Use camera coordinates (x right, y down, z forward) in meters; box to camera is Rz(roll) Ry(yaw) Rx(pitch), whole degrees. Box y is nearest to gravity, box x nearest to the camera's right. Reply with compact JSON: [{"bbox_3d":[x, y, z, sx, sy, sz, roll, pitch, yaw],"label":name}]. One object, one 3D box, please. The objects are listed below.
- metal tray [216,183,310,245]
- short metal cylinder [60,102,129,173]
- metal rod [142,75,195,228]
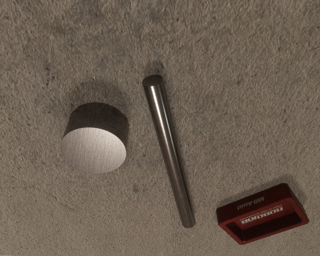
[{"bbox_3d":[0.176,0.152,0.536,0.130,0.030,0.090,-28,125,21],"label":"metal tray"},{"bbox_3d":[-0.082,0.014,0.401,0.081,0.050,0.079,0,130,0],"label":"short metal cylinder"},{"bbox_3d":[0.021,0.056,0.455,0.025,0.025,0.298,-9,130,7],"label":"metal rod"}]
